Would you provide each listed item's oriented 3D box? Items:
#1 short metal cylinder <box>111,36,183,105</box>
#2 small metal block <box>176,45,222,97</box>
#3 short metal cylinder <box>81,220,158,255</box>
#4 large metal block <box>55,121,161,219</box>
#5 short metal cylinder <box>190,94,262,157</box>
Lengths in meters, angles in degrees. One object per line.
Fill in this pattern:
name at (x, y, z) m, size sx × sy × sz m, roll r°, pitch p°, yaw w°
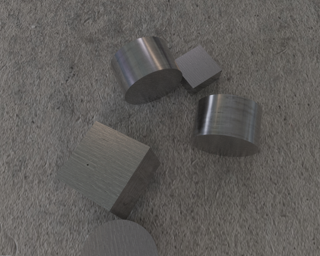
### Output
short metal cylinder at (-0.018, -0.073, 0.406) m, size 0.080 × 0.080 × 0.050 m, roll -22°, pitch 72°, yaw -8°
small metal block at (0.051, -0.081, 0.438) m, size 0.050 × 0.025 × 0.050 m, roll -33°, pitch 74°, yaw -12°
short metal cylinder at (-0.042, 0.144, 0.342) m, size 0.081 × 0.050 × 0.080 m, roll 0°, pitch 70°, yaw 0°
large metal block at (-0.059, 0.050, 0.366) m, size 0.080 × 0.050 × 0.080 m, roll 24°, pitch 71°, yaw 25°
short metal cylinder at (0.081, -0.001, 0.380) m, size 0.080 × 0.080 × 0.050 m, roll 11°, pitch 71°, yaw 4°
